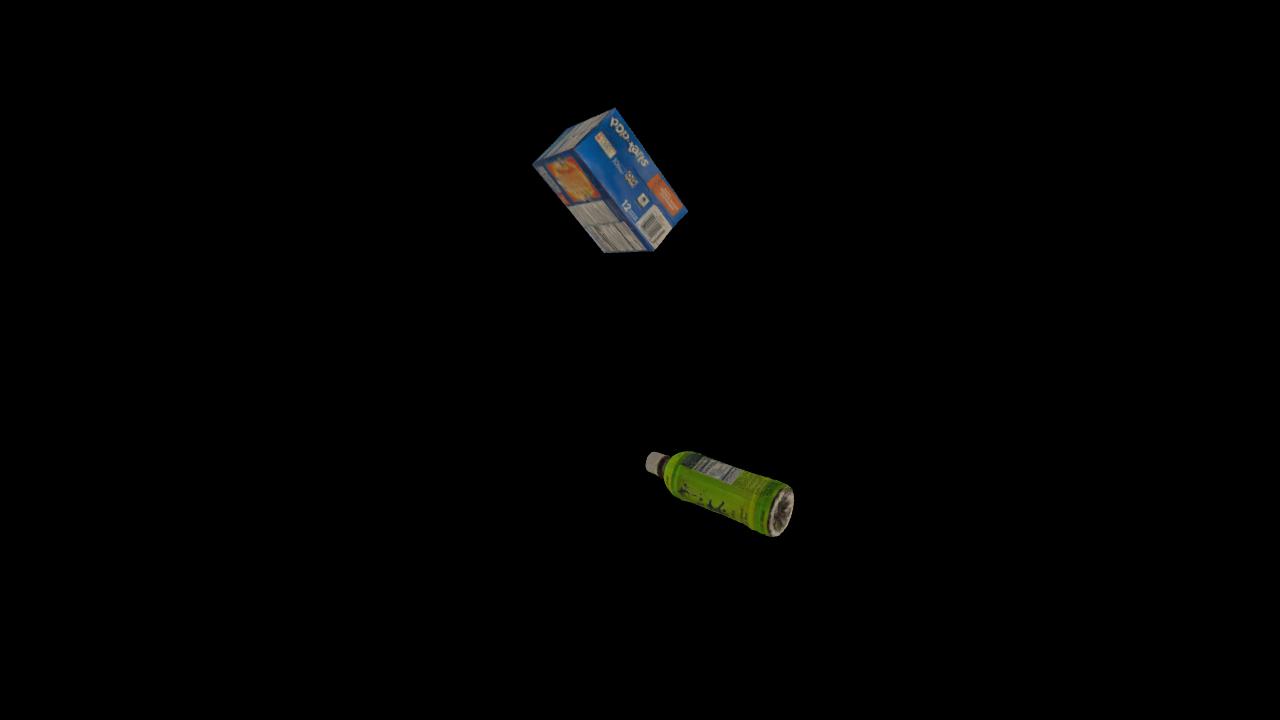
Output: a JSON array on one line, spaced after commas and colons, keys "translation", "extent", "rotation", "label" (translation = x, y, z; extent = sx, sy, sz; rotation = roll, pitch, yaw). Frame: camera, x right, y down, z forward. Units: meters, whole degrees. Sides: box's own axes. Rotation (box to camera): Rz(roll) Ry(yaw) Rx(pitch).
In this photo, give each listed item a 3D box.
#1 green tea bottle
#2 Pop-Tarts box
[{"translation": [0.097, 0.166, 0.822], "extent": [0.212, 0.073, 0.073], "rotation": [17, 11, 39], "label": "green tea bottle"}, {"translation": [-0.042, -0.234, 0.835], "extent": [0.167, 0.083, 0.141], "rotation": [49, -18, -27], "label": "Pop-Tarts box"}]
